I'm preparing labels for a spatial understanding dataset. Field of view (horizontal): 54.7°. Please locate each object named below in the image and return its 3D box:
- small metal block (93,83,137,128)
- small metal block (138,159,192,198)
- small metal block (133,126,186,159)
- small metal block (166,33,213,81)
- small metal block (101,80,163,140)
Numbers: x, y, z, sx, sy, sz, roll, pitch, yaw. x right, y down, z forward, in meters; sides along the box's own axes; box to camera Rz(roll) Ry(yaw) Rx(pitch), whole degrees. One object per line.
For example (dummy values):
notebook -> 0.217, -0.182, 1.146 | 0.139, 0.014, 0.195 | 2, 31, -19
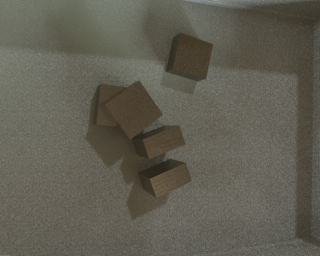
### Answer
small metal block -> -0.054, -0.026, 0.391 | 0.050, 0.025, 0.050 | 7, 88, -20
small metal block -> 0.005, 0.063, 0.400 | 0.050, 0.050, 0.025 | -21, 98, -19
small metal block -> -0.003, 0.017, 0.397 | 0.050, 0.050, 0.025 | -20, 97, -19
small metal block -> 0.041, -0.096, 0.427 | 0.050, 0.025, 0.050 | 13, 86, -20
small metal block -> -0.034, -0.021, 0.372 | 0.050, 0.025, 0.050 | -38, 103, -16
